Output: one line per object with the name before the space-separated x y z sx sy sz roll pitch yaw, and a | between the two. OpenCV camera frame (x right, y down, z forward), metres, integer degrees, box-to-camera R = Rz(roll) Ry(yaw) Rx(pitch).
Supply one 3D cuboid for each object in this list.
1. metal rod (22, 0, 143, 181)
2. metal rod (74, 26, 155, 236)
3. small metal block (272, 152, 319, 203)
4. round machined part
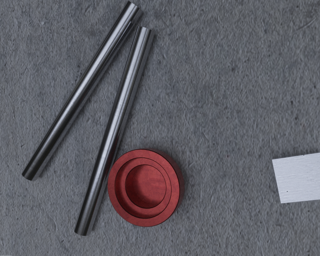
metal rod | -0.118 -0.046 0.450 0.025 0.025 0.299 38 102 16
metal rod | -0.065 0.009 0.431 0.025 0.025 0.298 21 97 18
small metal block | 0.159 0.056 0.353 0.050 0.025 0.050 -11 86 19
round machined part | -0.015 0.075 0.405 0.098 0.042 0.097 0 90 20
